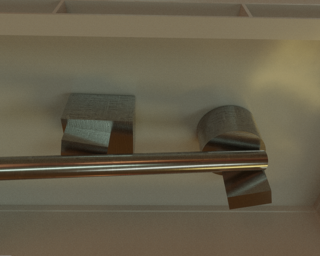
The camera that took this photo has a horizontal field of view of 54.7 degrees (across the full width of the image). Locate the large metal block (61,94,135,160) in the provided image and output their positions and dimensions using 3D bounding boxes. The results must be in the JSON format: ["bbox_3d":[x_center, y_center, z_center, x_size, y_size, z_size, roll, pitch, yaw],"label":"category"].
[{"bbox_3d":[-0.073,0.005,0.392,0.081,0.050,0.079,2,130,-2],"label":"large metal block"}]

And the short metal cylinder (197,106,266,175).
[{"bbox_3d":[0.091,0.018,0.407,0.081,0.050,0.079,0,130,0],"label":"short metal cylinder"}]

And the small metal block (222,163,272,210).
[{"bbox_3d":[0.106,0.069,0.384,0.050,0.050,0.025,-11,129,9],"label":"small metal block"}]

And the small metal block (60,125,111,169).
[{"bbox_3d":[-0.088,0.028,0.363,0.050,0.025,0.050,10,129,-9],"label":"small metal block"}]

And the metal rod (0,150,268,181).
[{"bbox_3d":[-0.024,0.041,0.349,0.302,0.025,0.025,-1,131,-10],"label":"metal rod"}]
